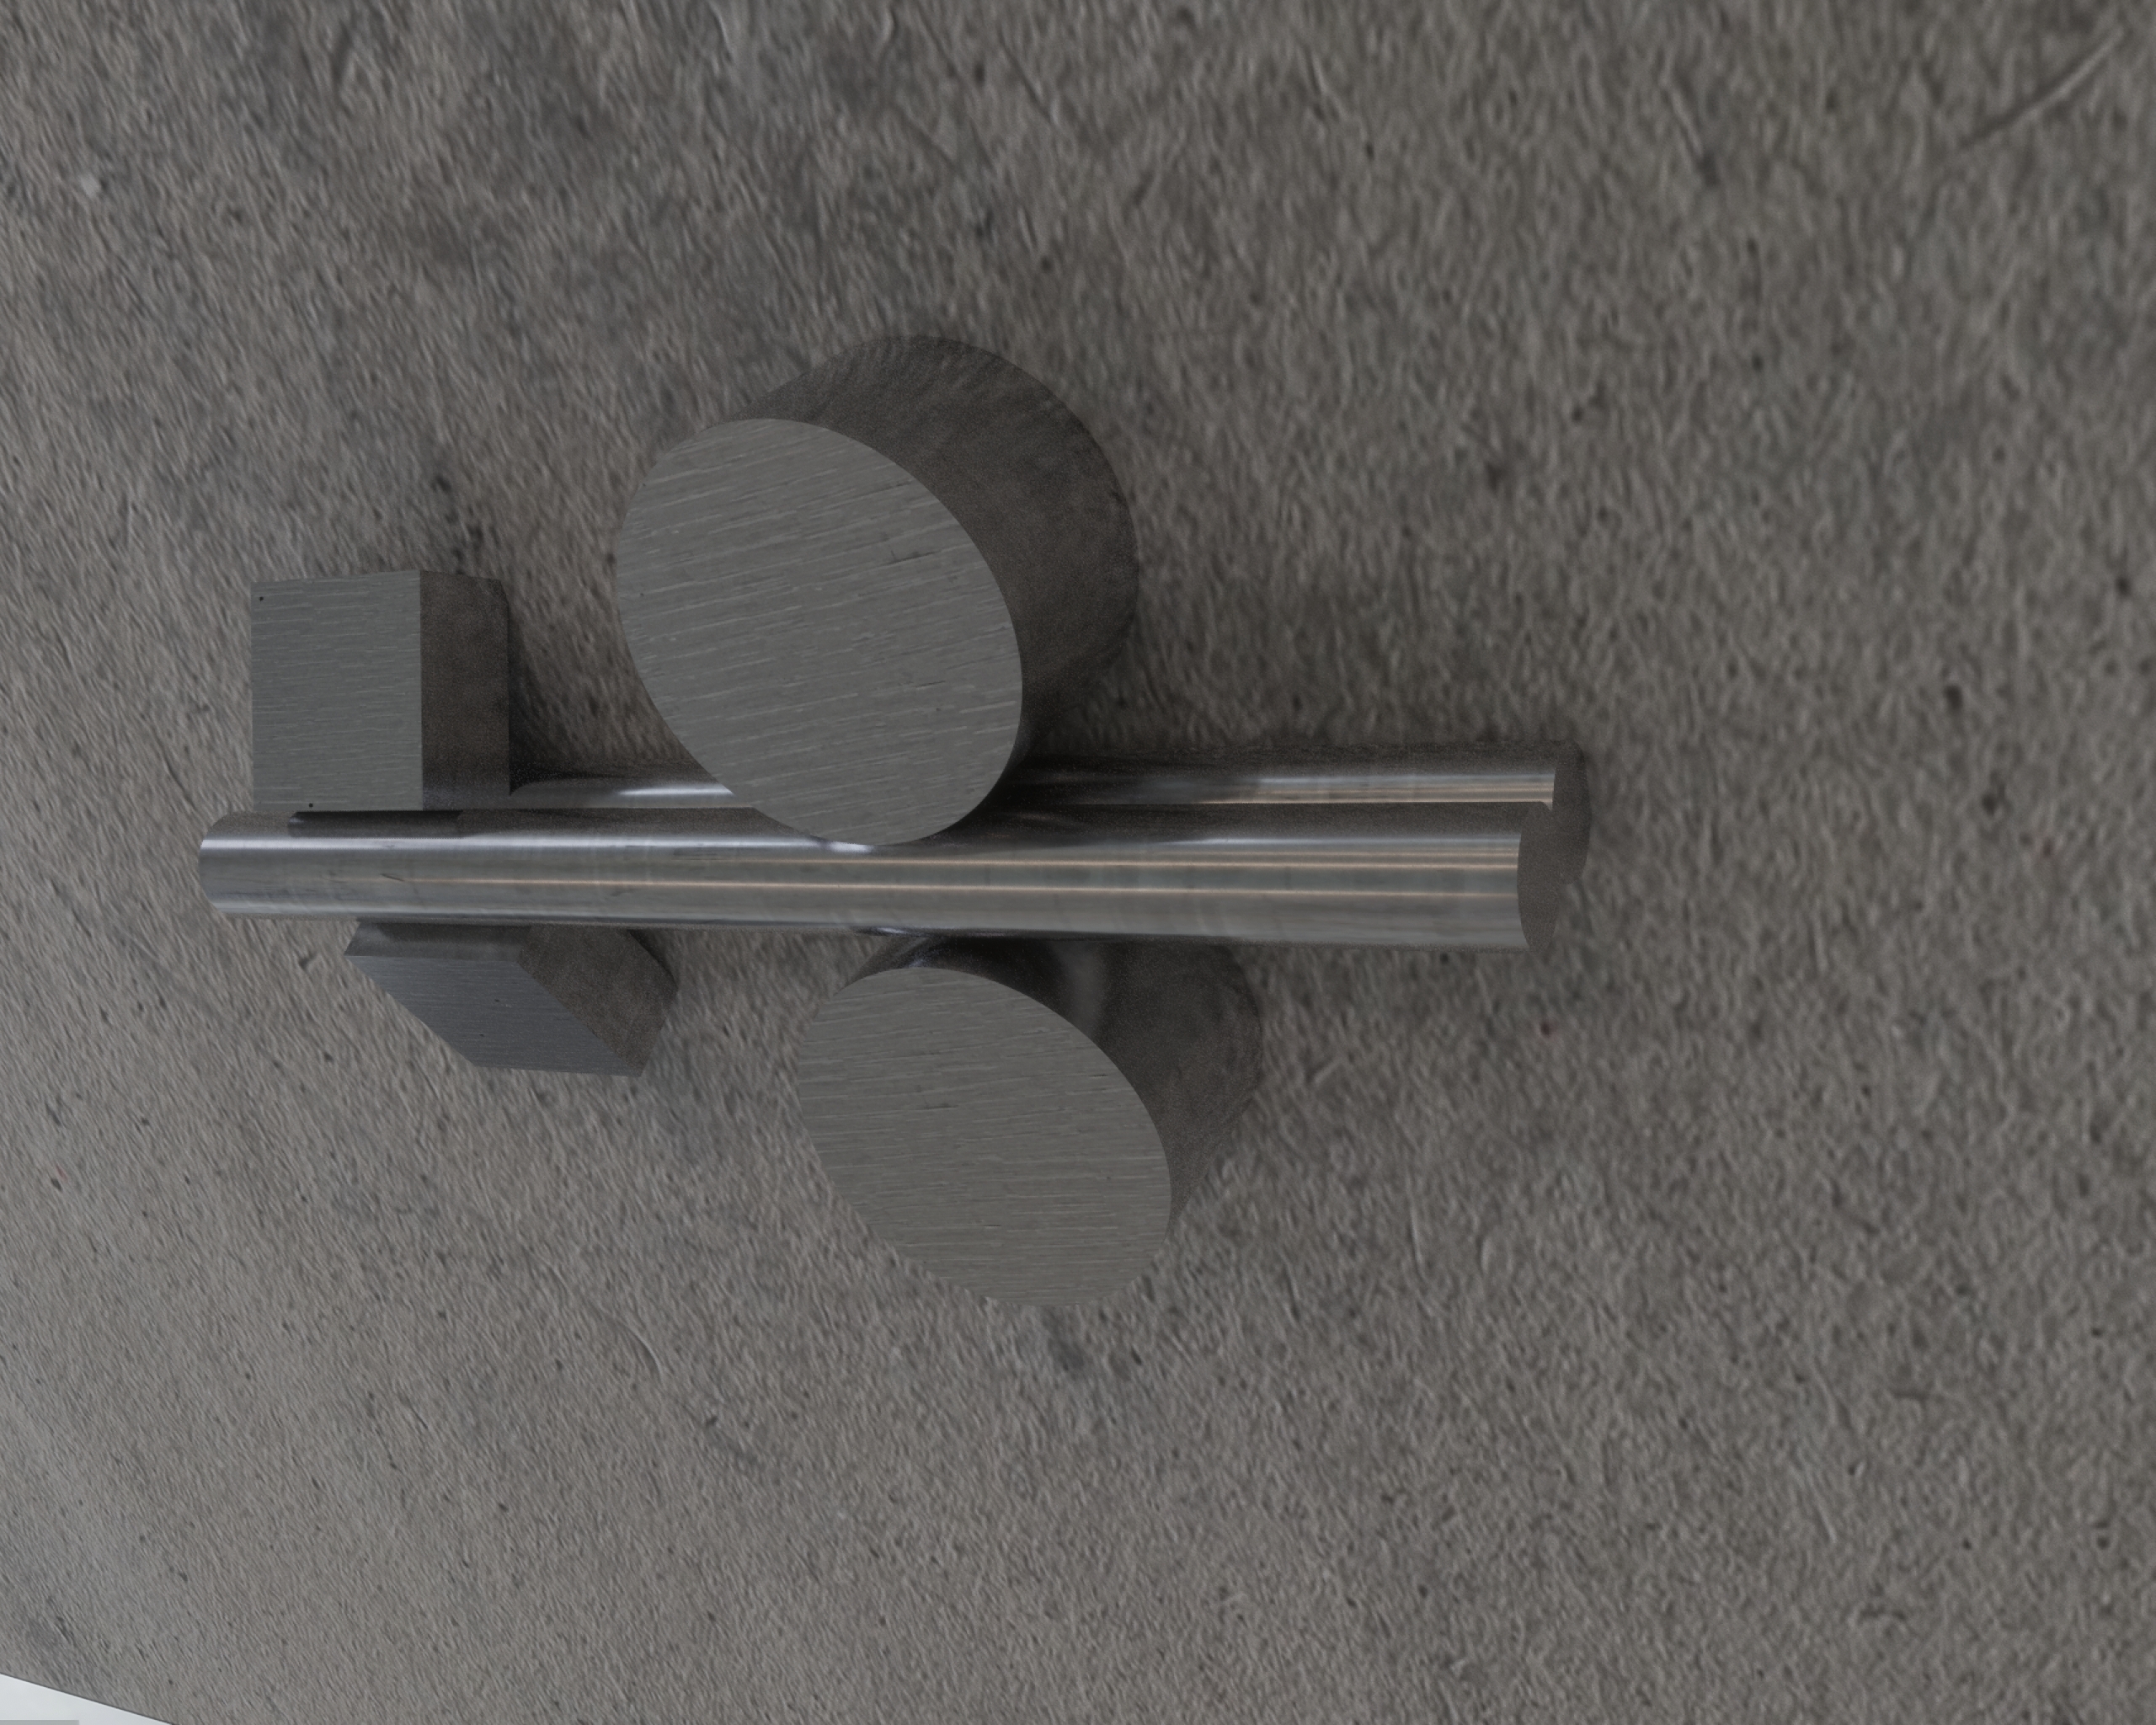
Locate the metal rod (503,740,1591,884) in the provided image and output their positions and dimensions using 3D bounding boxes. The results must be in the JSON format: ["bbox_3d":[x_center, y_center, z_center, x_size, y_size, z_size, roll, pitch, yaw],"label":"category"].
[{"bbox_3d":[-0.048,-0.010,0.428,0.300,0.025,0.025,0,119,28],"label":"metal rod"}]

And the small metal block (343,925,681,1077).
[{"bbox_3d":[-0.129,0.025,0.479,0.050,0.025,0.050,0,145,27],"label":"small metal block"}]

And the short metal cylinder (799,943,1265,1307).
[{"bbox_3d":[-0.009,0.042,0.423,0.080,0.050,0.079,13,124,21],"label":"short metal cylinder"}]

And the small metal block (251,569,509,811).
[{"bbox_3d":[-0.152,-0.036,0.454,0.050,0.025,0.050,0,91,28],"label":"small metal block"}]

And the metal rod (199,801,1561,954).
[{"bbox_3d":[-0.058,0.001,0.408,0.300,0.025,0.025,0,119,28],"label":"metal rod"}]

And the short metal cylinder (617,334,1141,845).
[{"bbox_3d":[-0.035,-0.050,0.380,0.080,0.050,0.079,13,124,21],"label":"short metal cylinder"}]
